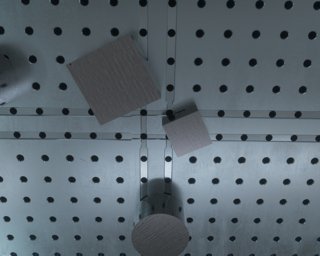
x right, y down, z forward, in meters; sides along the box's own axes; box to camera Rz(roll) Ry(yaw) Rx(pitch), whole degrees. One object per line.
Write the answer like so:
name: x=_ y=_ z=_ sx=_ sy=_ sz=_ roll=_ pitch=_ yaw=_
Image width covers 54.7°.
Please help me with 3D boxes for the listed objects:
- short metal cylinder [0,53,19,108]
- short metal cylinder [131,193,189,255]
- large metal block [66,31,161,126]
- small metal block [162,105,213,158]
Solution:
short metal cylinder: x=-0.224 y=-0.055 z=0.377 sx=0.081 sy=0.050 sz=0.079 roll=0 pitch=110 yaw=0
short metal cylinder: x=0.000 y=0.144 z=0.453 sx=0.081 sy=0.050 sz=0.079 roll=0 pitch=110 yaw=0
large metal block: x=-0.052 y=-0.061 z=0.377 sx=0.080 sy=0.050 sz=0.080 roll=-24 pitch=109 yaw=8
small metal block: x=0.036 y=0.004 z=0.415 sx=0.050 sy=0.025 sz=0.050 roll=-23 pitch=109 yaw=8
